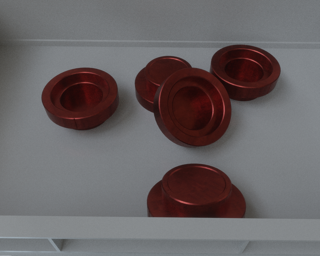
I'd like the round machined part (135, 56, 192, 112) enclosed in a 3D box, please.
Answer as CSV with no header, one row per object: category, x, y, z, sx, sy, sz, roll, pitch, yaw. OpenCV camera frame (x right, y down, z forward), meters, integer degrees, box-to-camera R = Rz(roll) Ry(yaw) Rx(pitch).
round machined part,0.012,-0.068,0.451,0.099,0.042,0.098,0,50,0

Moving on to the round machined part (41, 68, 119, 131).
round machined part,-0.105,-0.035,0.423,0.099,0.042,0.098,0,50,0

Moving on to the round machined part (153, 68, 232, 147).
round machined part,0.038,-0.023,0.394,0.099,0.042,0.098,3,80,-21

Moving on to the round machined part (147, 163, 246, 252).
round machined part,0.036,0.071,0.311,0.099,0.042,0.098,-1,26,1

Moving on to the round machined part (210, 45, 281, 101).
round machined part,0.123,-0.078,0.460,0.099,0.042,0.098,0,50,0
